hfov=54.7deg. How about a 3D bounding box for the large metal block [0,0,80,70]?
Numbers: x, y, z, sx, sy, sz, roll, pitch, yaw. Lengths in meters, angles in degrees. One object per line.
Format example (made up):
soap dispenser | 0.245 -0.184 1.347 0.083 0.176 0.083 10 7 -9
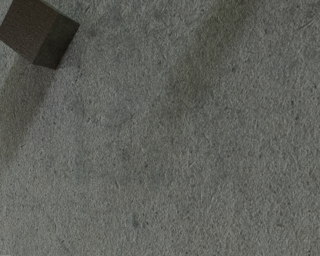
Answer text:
large metal block | -0.181 -0.145 0.459 0.080 0.050 0.080 36 101 16
